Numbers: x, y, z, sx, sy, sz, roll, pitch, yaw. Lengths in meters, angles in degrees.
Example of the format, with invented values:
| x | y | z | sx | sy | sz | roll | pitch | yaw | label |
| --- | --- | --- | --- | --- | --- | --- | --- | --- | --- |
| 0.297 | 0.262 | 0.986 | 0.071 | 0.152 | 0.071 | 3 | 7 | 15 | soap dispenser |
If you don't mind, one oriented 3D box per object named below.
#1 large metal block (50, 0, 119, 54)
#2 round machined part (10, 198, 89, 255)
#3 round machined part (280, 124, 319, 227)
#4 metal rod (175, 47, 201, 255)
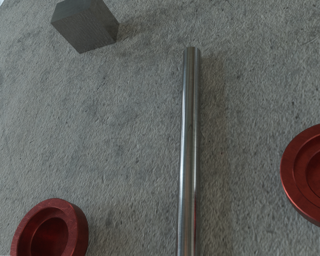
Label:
| x | y | z | sx | sy | sz | roll | pitch | yaw | label |
| --- | --- | --- | --- | --- | --- | --- | --- | --- | --- |
| -0.131 | -0.187 | 0.552 | 0.080 | 0.080 | 0.050 | -10 | 58 | 23 | large metal block |
| -0.127 | 0.139 | 0.375 | 0.098 | 0.042 | 0.098 | -13 | 56 | 21 | round machined part |
| 0.163 | 0.046 | 0.279 | 0.098 | 0.042 | 0.098 | -13 | 56 | 21 | round machined part |
| 0.036 | 0.021 | 0.371 | 0.025 | 0.025 | 0.299 | -10 | 57 | 23 | metal rod |
